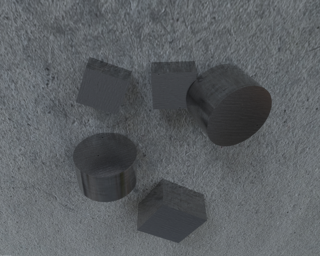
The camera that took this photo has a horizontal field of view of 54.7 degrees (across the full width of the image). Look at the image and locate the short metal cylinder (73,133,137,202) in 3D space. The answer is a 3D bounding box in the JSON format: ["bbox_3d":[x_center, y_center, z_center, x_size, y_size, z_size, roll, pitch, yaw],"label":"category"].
[{"bbox_3d":[-0.071,0.051,0.414,0.081,0.080,0.050,1,130,-2],"label":"short metal cylinder"}]

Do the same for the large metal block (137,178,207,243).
[{"bbox_3d":[0.018,0.138,0.509,0.080,0.050,0.080,25,126,-20],"label":"large metal block"}]

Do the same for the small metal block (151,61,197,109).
[{"bbox_3d":[0.016,-0.050,0.365,0.050,0.025,0.050,-2,130,1],"label":"small metal block"}]

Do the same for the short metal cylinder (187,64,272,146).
[{"bbox_3d":[0.078,-0.026,0.353,0.081,0.050,0.079,-14,132,-17],"label":"short metal cylinder"}]

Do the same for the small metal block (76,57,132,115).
[{"bbox_3d":[-0.066,-0.049,0.365,0.050,0.025,0.050,17,128,-15],"label":"small metal block"}]
